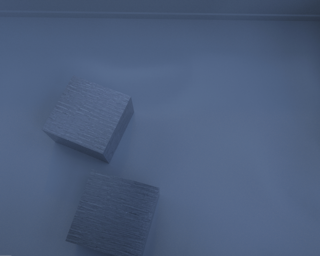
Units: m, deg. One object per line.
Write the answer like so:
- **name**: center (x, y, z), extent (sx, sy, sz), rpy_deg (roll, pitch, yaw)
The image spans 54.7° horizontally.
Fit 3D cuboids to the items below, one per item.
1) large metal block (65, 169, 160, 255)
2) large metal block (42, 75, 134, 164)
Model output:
- **large metal block**: center (-0.050, 0.101, 0.359), extent (0.080, 0.050, 0.080), rpy_deg (15, 71, 5)
- **large metal block**: center (-0.088, -0.010, 0.399), extent (0.080, 0.050, 0.080), rpy_deg (21, 71, 7)
